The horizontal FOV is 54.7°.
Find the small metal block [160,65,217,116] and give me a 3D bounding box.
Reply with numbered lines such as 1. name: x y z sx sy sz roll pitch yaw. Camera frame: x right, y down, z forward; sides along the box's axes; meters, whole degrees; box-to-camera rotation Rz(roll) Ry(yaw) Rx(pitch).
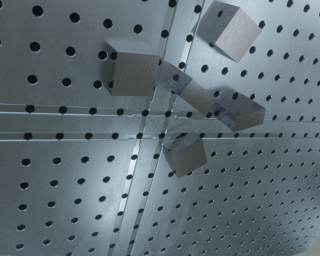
1. small metal block: 0.036 -0.047 0.387 0.050 0.050 0.025 33 100 -39

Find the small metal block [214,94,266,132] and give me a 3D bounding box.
1. small metal block: 0.114 -0.022 0.446 0.050 0.050 0.025 -15 125 -21

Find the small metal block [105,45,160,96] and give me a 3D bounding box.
1. small metal block: -0.032 -0.064 0.355 0.050 0.025 0.050 -2 120 -28

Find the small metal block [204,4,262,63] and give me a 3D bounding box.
1. small metal block: 0.092 -0.118 0.390 0.050 0.025 0.050 26 104 -38

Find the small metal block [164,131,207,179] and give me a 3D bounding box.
1. small metal block: 0.039 0.039 0.459 0.050 0.025 0.050 -26 128 -12
